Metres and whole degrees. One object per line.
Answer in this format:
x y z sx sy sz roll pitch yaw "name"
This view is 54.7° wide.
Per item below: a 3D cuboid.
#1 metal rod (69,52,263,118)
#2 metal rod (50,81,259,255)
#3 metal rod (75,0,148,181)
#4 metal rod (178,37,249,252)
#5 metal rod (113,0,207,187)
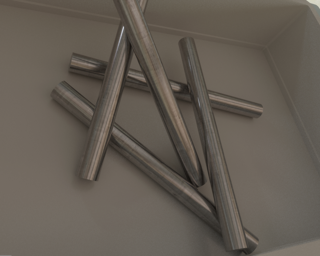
0.023 -0.056 0.451 0.302 0.025 0.025 12 57 -22 "metal rod"
-0.005 0.048 0.373 0.300 0.025 0.025 39 51 -2 "metal rod"
-0.043 -0.088 0.359 0.025 0.025 0.299 17 79 -19 "metal rod"
0.062 0.001 0.404 0.025 0.025 0.299 5 60 -26 "metal rod"
-0.007 -0.064 0.353 0.025 0.025 0.299 -35 110 -38 "metal rod"
